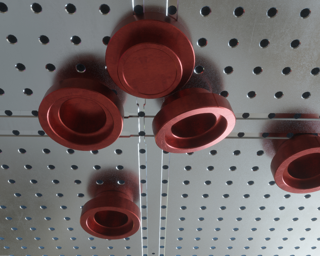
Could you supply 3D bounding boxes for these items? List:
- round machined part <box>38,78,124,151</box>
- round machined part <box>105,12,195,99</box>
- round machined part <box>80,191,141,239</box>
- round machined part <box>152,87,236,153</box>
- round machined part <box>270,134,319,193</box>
[{"bbox_3d":[-0.094,-0.021,0.382,0.099,0.042,0.097,-1,130,0],"label":"round machined part"},{"bbox_3d":[-0.011,-0.071,0.340,0.099,0.042,0.097,-1,130,0],"label":"round machined part"},{"bbox_3d":[-0.081,0.143,0.521,0.099,0.042,0.097,-1,130,0],"label":"round machined part"},{"bbox_3d":[0.038,-0.012,0.378,0.099,0.042,0.098,-11,147,-7],"label":"round machined part"},{"bbox_3d":[0.208,0.047,0.444,0.099,0.042,0.097,-1,130,0],"label":"round machined part"}]
